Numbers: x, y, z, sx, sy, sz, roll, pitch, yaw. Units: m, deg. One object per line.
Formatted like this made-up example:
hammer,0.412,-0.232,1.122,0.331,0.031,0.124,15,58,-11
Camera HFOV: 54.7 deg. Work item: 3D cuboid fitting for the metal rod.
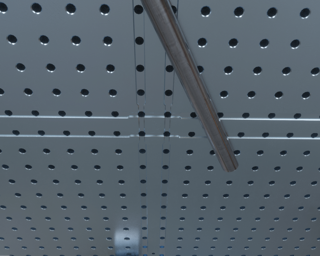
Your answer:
metal rod,0.042,-0.047,0.371,0.025,0.025,0.299,-20,128,15
